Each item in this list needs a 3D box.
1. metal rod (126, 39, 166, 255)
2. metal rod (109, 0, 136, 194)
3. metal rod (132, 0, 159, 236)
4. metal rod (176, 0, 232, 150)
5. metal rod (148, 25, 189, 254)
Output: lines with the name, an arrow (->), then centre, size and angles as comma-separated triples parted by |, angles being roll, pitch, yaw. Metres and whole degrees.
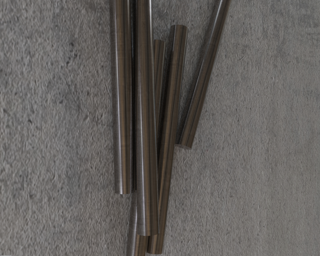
metal rod -> -0.018, 0.038, 0.389 | 0.025, 0.025, 0.298 | 9, 84, -40
metal rod -> -0.045, -0.073, 0.366 | 0.025, 0.025, 0.298 | -3, 92, -40
metal rod -> -0.018, -0.028, 0.368 | 0.025, 0.025, 0.298 | 3, 83, -40
metal rod -> 0.074, -0.113, 0.466 | 0.025, 0.025, 0.299 | 27, 73, -37
metal rod -> 0.009, 0.011, 0.412 | 0.025, 0.025, 0.298 | 11, 83, -40
